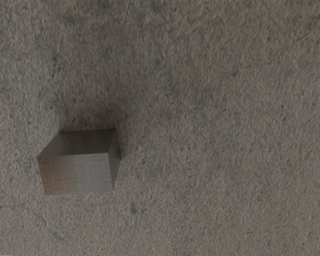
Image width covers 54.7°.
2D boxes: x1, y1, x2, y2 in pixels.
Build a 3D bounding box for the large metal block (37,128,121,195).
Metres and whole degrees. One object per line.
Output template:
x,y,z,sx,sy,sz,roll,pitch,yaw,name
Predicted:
-0.097,0.040,0.394,0.081,0.080,0.050,-4,110,1,large metal block
